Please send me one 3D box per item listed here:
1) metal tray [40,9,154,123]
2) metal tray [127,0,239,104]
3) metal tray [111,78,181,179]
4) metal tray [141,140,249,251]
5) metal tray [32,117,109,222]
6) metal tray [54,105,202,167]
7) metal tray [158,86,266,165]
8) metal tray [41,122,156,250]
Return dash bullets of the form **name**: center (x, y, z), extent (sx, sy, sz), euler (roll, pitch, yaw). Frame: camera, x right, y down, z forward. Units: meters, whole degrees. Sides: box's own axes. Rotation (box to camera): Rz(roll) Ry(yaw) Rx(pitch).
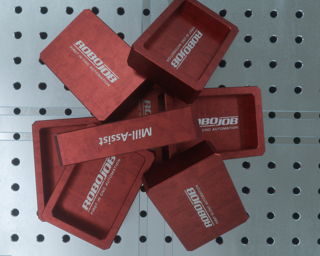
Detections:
- **metal tray**: center (-0.078, -0.077, 0.394), extent (0.090, 0.030, 0.130), euler (-45, 75, 0)
- **metal tray**: center (0.032, -0.101, 0.377), extent (0.090, 0.030, 0.130), euler (34, 57, 0)
- **metal tray**: center (-0.018, 0.000, 0.410), extent (0.091, 0.030, 0.129), euler (-4, 88, -2)
- **metal tray**: center (0.046, 0.087, 0.378), extent (0.090, 0.030, 0.130), euler (-29, 123, 0)
- **metal tray**: center (-0.115, 0.052, 0.410), extent (0.090, 0.030, 0.129), euler (-4, 89, -1)
- **metal tray**: center (-0.027, 0.007, 0.316), extent (0.131, 0.090, 0.030), euler (-12, 90, 4)
- **metal tray**: center (0.067, -0.005, 0.393), extent (0.131, 0.030, 0.090), euler (-4, 90, -17)
- **metal tray**: center (-0.073, 0.069, 0.380), extent (0.090, 0.030, 0.130), euler (27, 90, 0)
